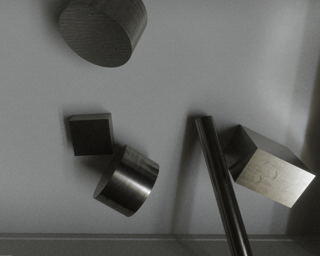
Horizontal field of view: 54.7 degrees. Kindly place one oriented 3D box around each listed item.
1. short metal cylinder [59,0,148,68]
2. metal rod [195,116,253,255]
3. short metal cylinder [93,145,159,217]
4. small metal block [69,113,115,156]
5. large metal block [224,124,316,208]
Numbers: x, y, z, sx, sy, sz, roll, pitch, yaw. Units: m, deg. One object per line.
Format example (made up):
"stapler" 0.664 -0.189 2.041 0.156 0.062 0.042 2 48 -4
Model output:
"short metal cylinder" -0.060 -0.112 0.335 0.080 0.050 0.080 14 149 9
"metal rod" 0.093 0.130 0.381 0.025 0.025 0.299 -15 79 5
"short metal cylinder" -0.044 0.069 0.407 0.050 0.080 0.080 33 107 -12
"small metal block" -0.089 0.009 0.413 0.050 0.025 0.050 -3 110 0
"large metal block" 0.135 0.046 0.401 0.080 0.080 0.050 25 108 -9
